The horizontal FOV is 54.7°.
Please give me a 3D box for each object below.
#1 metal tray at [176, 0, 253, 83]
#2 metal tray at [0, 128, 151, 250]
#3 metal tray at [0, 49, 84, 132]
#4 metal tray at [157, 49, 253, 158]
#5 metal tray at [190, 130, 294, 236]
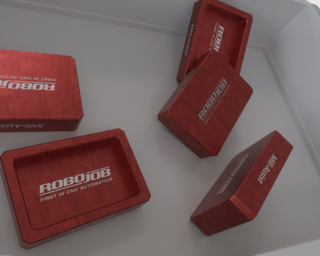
[{"bbox_3d":[0.085,-0.122,0.478,0.091,0.030,0.129,13,91,-22],"label":"metal tray"},{"bbox_3d":[-0.085,0.056,0.321,0.131,0.030,0.090,-13,68,-33],"label":"metal tray"},{"bbox_3d":[-0.158,-0.042,0.343,0.131,0.030,0.090,-1,62,-29],"label":"metal tray"},{"bbox_3d":[0.067,-0.035,0.430,0.090,0.030,0.130,42,63,-14],"label":"metal tray"},{"bbox_3d":[0.100,0.066,0.377,0.030,0.090,0.131,45,51,3],"label":"metal tray"}]
